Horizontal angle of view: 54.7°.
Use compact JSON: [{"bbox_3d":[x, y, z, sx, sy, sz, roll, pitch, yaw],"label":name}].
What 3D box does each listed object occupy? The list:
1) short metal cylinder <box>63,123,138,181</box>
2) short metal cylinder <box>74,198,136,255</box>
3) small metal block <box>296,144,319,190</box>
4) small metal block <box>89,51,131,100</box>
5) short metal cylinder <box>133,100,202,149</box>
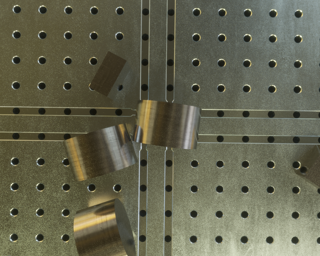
[{"bbox_3d":[-0.073,0.029,0.385,0.080,0.080,0.050,-16,90,0],"label":"short metal cylinder"},{"bbox_3d":[-0.067,0.134,0.385,0.050,0.080,0.080,-18,90,0],"label":"short metal cylinder"},{"bbox_3d":[0.223,0.057,0.415,0.050,0.025,0.050,34,90,0],"label":"small metal block"},{"bbox_3d":[-0.063,-0.066,0.400,0.025,0.050,0.050,29,90,0],"label":"small metal block"},{"bbox_3d":[0.009,-0.004,0.386,0.080,0.080,0.050,8,90,0],"label":"short metal cylinder"}]
